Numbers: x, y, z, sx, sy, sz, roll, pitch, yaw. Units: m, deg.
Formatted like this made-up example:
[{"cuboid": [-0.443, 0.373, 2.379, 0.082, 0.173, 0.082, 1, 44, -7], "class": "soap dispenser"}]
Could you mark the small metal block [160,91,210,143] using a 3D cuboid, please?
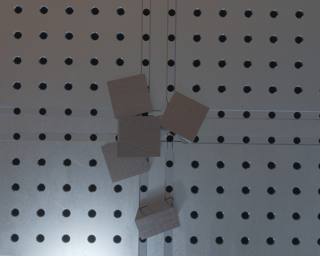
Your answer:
[{"cuboid": [0.030, -0.014, 0.410, 0.050, 0.025, 0.050, 27, 82, 0], "class": "small metal block"}]

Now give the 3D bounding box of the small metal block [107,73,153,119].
[{"cuboid": [-0.039, -0.041, 0.413, 0.050, 0.025, 0.050, -12, 90, 0], "class": "small metal block"}]

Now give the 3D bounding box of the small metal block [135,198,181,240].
[{"cuboid": [-0.003, 0.116, 0.401, 0.050, 0.050, 0.025, -20, 90, 0], "class": "small metal block"}]

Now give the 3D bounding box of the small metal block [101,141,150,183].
[{"cuboid": [-0.045, 0.040, 0.413, 0.050, 0.025, 0.050, -18, 90, 0], "class": "small metal block"}]

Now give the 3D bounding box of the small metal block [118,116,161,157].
[{"cuboid": [-0.027, 0.011, 0.388, 0.050, 0.025, 0.050, 0, 86, -13], "class": "small metal block"}]
